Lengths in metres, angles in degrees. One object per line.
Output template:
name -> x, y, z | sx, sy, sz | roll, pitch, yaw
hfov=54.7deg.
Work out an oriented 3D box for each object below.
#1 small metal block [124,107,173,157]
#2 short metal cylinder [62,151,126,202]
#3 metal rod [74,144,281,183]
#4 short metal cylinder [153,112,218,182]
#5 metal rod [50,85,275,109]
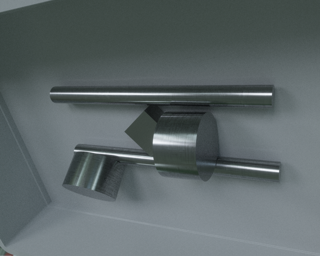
small metal block -> -0.011, 0.003, 0.413 | 0.050, 0.025, 0.050 | 44, 129, -3
short metal cylinder -> -0.098, 0.074, 0.463 | 0.080, 0.050, 0.080 | 13, 157, 6
metal rod -> 0.006, 0.045, 0.429 | 0.301, 0.025, 0.025 | 3, 120, 26
short metal cylinder -> 0.033, 0.020, 0.366 | 0.050, 0.080, 0.079 | 2, 119, 27
metal rod -> -0.017, -0.041, 0.388 | 0.301, 0.025, 0.025 | 3, 120, 26
